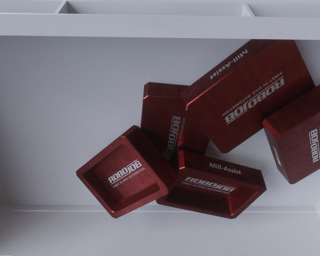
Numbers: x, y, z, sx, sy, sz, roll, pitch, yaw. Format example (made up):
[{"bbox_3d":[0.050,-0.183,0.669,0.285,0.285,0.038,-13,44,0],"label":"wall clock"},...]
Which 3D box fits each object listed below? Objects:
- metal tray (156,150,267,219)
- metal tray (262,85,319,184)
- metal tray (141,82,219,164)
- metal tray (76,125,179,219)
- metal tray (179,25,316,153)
[{"bbox_3d":[0.070,0.084,0.438,0.131,0.030,0.089,16,131,-16],"label":"metal tray"},{"bbox_3d":[0.185,0.012,0.384,0.090,0.030,0.130,-33,137,5],"label":"metal tray"},{"bbox_3d":[0.019,0.005,0.410,0.091,0.030,0.129,5,130,-4],"label":"metal tray"},{"bbox_3d":[-0.048,0.064,0.416,0.090,0.030,0.129,51,131,-4],"label":"metal tray"},{"bbox_3d":[0.099,-0.040,0.352,0.130,0.030,0.090,-37,122,9],"label":"metal tray"}]
